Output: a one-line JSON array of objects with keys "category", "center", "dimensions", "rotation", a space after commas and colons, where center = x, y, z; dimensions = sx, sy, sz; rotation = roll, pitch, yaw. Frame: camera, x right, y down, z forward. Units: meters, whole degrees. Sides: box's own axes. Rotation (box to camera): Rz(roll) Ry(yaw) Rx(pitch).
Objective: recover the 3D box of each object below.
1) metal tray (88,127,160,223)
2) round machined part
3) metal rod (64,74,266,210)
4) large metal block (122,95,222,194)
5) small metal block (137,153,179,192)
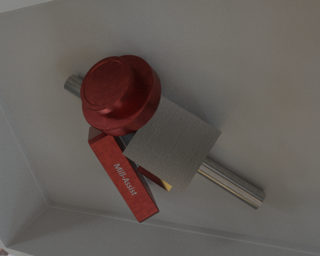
[{"category": "metal tray", "center": [-0.051, 0.055, 0.426], "dimensions": [0.030, 0.090, 0.130], "rotation": [-30, 106, -4]}, {"category": "round machined part", "center": [-0.052, -0.043, 0.356], "dimensions": [0.098, 0.098, 0.042], "rotation": [-2, 158, 28]}, {"category": "metal rod", "center": [0.002, 0.015, 0.414], "dimensions": [0.301, 0.025, 0.025], "rotation": [32, 128, 7]}, {"category": "large metal block", "center": [0.015, 0.020, 0.368], "dimensions": [0.080, 0.050, 0.080], "rotation": [32, 86, 7]}, {"category": "small metal block", "center": [0.005, 0.049, 0.417], "dimensions": [0.050, 0.050, 0.025], "rotation": [33, 129, 6]}]
